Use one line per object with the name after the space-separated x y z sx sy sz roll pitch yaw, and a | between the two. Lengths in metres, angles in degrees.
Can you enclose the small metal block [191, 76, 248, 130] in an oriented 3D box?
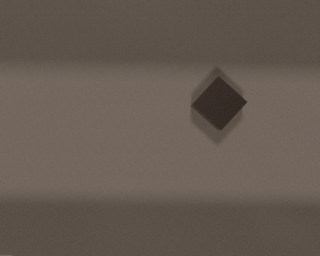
0.078 -0.032 0.412 0.050 0.025 0.050 42 90 -1 | small metal block
